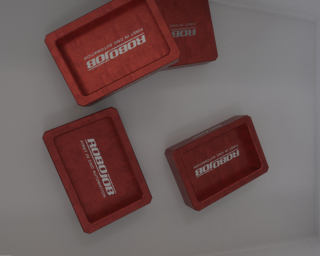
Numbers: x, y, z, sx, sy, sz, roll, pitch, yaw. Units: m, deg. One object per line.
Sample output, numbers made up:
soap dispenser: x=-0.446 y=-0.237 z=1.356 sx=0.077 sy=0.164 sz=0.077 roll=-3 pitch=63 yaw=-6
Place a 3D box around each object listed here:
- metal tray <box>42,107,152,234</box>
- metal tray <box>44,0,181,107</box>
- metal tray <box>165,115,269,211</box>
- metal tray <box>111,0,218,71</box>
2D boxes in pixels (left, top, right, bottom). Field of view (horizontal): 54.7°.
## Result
metal tray: x=-0.075 y=0.049 z=0.380 sx=0.091 sy=0.030 sz=0.129 roll=-23 pitch=98 yaw=-19
metal tray: x=-0.053 y=-0.092 z=0.359 sx=0.130 sy=0.030 sz=0.090 roll=-27 pitch=94 yaw=3
metal tray: x=0.082 y=0.046 z=0.438 sx=0.131 sy=0.030 sz=0.090 roll=-24 pitch=98 yaw=-18
metal tray: x=0.007 y=-0.124 z=0.410 sx=0.131 sy=0.030 sz=0.089 roll=-12 pitch=94 yaw=-20
